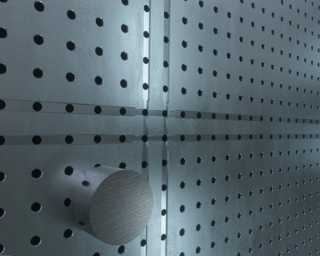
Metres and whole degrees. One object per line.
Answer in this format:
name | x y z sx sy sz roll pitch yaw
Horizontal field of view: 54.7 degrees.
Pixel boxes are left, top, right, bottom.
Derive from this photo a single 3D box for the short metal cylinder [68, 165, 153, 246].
short metal cylinder | -0.055 0.084 0.349 0.081 0.050 0.079 0 90 -40
